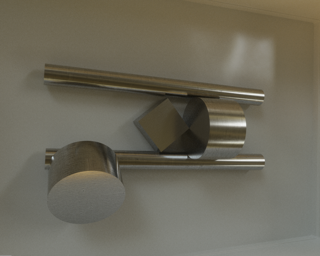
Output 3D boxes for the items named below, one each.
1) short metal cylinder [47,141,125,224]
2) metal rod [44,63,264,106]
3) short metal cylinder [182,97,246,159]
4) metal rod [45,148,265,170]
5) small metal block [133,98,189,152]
[{"bbox_3d":[-0.083,0.061,0.347,0.081,0.050,0.079,-9,127,-12],"label":"short metal cylinder"},{"bbox_3d":[0.007,-0.054,0.412,0.302,0.025,0.025,3,89,-21],"label":"metal rod"},{"bbox_3d":[0.068,0.001,0.406,0.050,0.080,0.079,2,90,-20],"label":"short metal cylinder"},{"bbox_3d":[0.008,0.043,0.412,0.303,0.025,0.025,3,89,-21],"label":"metal rod"},{"bbox_3d":[0.002,-0.004,0.410,0.050,0.025,0.050,-40,103,-16],"label":"small metal block"}]
